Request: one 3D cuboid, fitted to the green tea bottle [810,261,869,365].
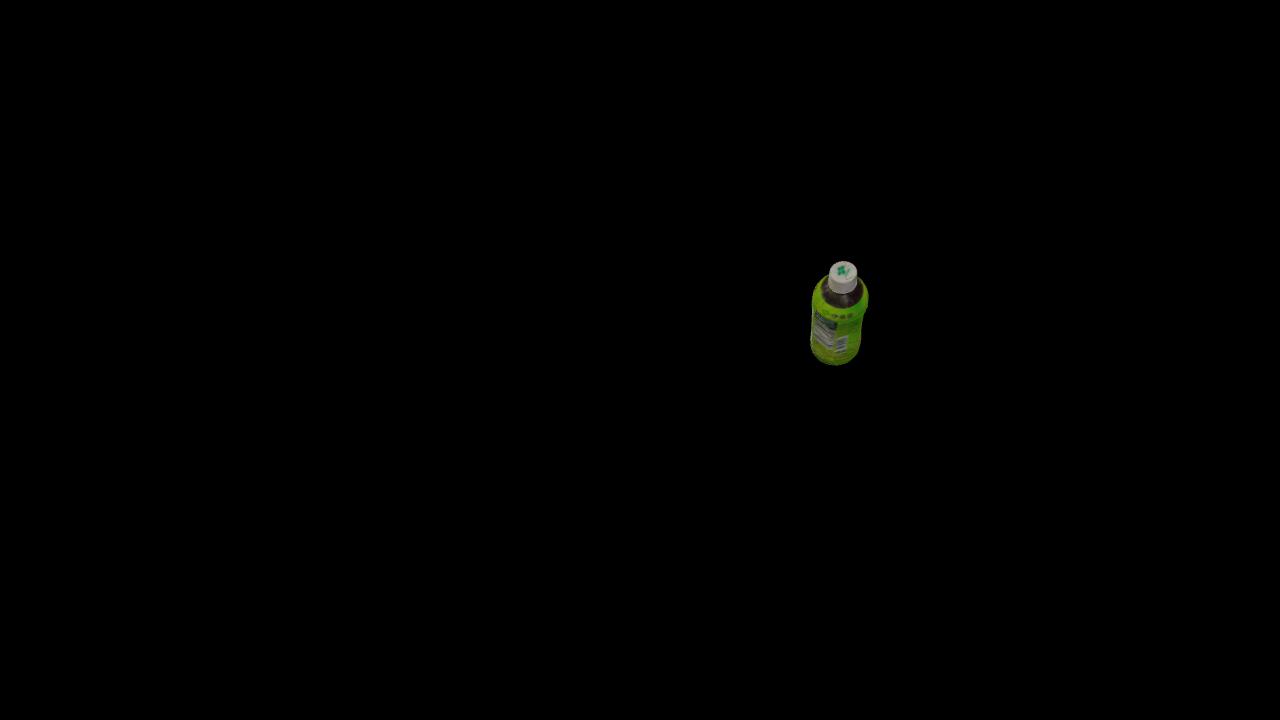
[{"bbox_3d":[0.259,-0.060,0.800,0.073,0.073,0.212,0,-21,14],"label":"green tea bottle"}]
